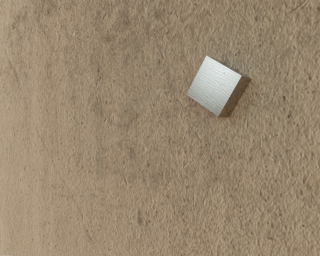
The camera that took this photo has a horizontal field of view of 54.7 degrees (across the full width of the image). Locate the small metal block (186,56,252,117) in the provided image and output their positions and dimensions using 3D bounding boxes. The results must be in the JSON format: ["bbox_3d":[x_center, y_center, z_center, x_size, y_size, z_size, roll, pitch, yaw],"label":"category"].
[{"bbox_3d":[0.066,-0.047,0.351,0.050,0.025,0.050,40,114,32],"label":"small metal block"}]
